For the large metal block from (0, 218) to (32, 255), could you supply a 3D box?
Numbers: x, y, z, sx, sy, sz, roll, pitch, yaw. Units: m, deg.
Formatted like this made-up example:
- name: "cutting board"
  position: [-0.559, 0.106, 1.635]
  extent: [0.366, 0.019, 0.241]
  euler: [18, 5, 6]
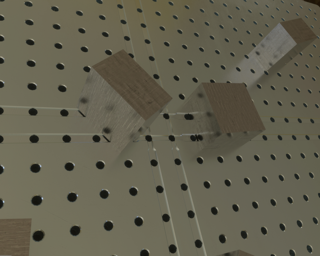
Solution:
- name: "large metal block"
  position: [-0.148, 0.117, 0.241]
  extent: [0.081, 0.050, 0.080]
  euler: [7, 59, -25]

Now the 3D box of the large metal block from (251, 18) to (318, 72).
- name: "large metal block"
  position: [0.238, -0.160, 0.598]
  extent: [0.081, 0.080, 0.050]
  euler: [-23, 74, -36]

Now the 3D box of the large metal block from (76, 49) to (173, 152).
- name: "large metal block"
  position: [-0.045, -0.030, 0.367]
  extent: [0.080, 0.080, 0.050]
  euler: [45, 51, 3]

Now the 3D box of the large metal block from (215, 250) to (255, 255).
- name: "large metal block"
  position: [0.099, 0.187, 0.331]
  extent: [0.080, 0.050, 0.080]
  euler: [26, 53, -12]

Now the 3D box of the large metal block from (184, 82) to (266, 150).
- name: "large metal block"
  position: [0.093, -0.019, 0.453]
  extent: [0.081, 0.050, 0.080]
  euler: [-4, 64, -30]
